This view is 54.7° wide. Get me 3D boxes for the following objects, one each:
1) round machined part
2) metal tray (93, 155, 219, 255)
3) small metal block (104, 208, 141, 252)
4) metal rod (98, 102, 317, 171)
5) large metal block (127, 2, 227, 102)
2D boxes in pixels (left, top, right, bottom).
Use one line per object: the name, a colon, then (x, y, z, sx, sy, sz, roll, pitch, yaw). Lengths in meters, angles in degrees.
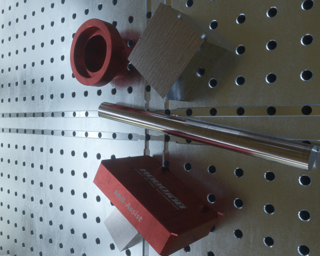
round machined part: (-0.090, -0.111, 0.470, 0.098, 0.042, 0.097, 0, 90, 39)
metal tray: (-0.006, 0.083, 0.370, 0.130, 0.091, 0.030, 37, 113, 33)
small metal block: (-0.048, 0.140, 0.447, 0.050, 0.025, 0.050, -52, 60, 27)
metal rod: (0.029, 0.000, 0.383, 0.300, 0.025, 0.025, 14, 99, 38)
large metal block: (0.019, -0.089, 0.376, 0.080, 0.050, 0.080, 51, 119, 27)
